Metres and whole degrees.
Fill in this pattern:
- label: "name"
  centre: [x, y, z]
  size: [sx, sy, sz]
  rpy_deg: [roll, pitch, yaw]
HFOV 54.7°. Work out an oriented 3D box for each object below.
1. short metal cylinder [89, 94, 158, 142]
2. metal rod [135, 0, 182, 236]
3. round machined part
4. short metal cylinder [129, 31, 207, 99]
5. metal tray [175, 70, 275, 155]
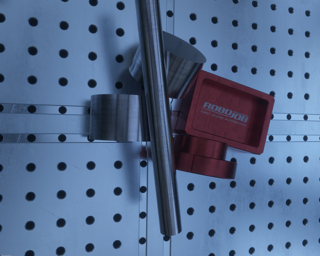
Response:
- label: "short metal cylinder"
  centre: [-0.042, -0.011, 0.368]
  size: [0.081, 0.080, 0.050]
  rpy_deg: [2, 90, -20]
- label: "metal rod"
  centre: [-0.003, -0.030, 0.332]
  size: [0.025, 0.025, 0.298]
  rpy_deg: [-9, 99, -20]
- label: "round machined part"
  centre: [0.048, 0.034, 0.392]
  size: [0.099, 0.098, 0.042]
  rpy_deg: [12, 85, -20]
- label: "short metal cylinder"
  centre: [0.009, -0.079, 0.379]
  size: [0.081, 0.080, 0.050]
  rpy_deg: [18, 121, -19]
- label: "metal tray"
  centre: [0.096, -0.020, 0.444]
  size: [0.131, 0.030, 0.090]
  rpy_deg: [16, 85, -20]
